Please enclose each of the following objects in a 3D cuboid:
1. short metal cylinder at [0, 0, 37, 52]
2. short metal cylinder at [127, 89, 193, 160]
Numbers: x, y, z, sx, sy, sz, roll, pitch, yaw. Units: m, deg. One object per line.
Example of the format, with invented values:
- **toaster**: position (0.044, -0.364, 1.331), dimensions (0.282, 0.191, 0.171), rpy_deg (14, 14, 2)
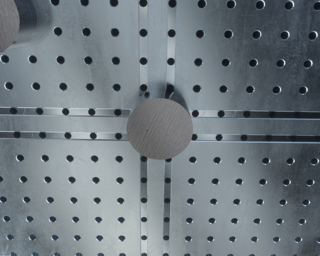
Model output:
- **short metal cylinder**: position (-0.190, -0.127, 0.351), dimensions (0.081, 0.050, 0.079), rpy_deg (0, 110, 0)
- **short metal cylinder**: position (0.000, -0.006, 0.398), dimensions (0.081, 0.050, 0.079), rpy_deg (0, 110, 0)
